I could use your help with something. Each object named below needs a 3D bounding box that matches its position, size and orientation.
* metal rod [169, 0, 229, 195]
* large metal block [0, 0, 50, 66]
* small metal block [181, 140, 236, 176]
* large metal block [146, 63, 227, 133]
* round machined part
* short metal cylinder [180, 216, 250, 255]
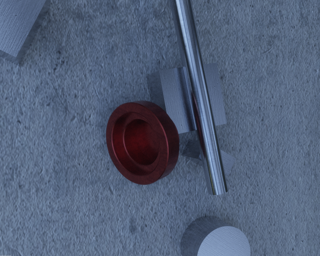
[{"bbox_3d":[0.042,-0.067,0.372,0.025,0.025,0.298,-14,95,-20],"label":"metal rod"},{"bbox_3d":[-0.174,-0.125,0.331,0.080,0.050,0.080,26,81,-19],"label":"large metal block"},{"bbox_3d":[0.065,0.039,0.421,0.050,0.050,0.025,30,80,-18],"label":"small metal block"},{"bbox_3d":[0.034,-0.038,0.410,0.081,0.050,0.079,-12,94,-20],"label":"large metal block"},{"bbox_3d":[-0.016,0.015,0.372,0.042,0.098,0.097,-16,97,-49],"label":"round machined part"},{"bbox_3d":[0.075,0.167,0.425,0.081,0.050,0.079,0,90,-21],"label":"short metal cylinder"}]
